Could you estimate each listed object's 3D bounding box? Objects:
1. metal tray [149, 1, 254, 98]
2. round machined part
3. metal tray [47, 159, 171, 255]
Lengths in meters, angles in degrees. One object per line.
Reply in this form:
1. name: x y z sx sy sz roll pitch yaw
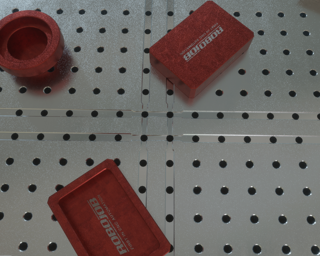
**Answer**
1. metal tray: 0.060 -0.117 0.452 0.130 0.030 0.090 -43 76 -14
2. round machined part: -0.186 -0.116 0.444 0.099 0.042 0.098 0 70 0
3. metal tray: -0.060 0.113 0.366 0.090 0.030 0.130 -34 74 -12
